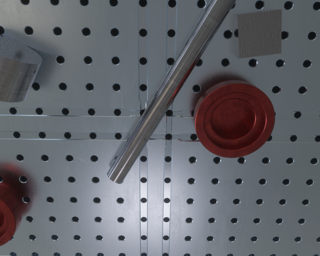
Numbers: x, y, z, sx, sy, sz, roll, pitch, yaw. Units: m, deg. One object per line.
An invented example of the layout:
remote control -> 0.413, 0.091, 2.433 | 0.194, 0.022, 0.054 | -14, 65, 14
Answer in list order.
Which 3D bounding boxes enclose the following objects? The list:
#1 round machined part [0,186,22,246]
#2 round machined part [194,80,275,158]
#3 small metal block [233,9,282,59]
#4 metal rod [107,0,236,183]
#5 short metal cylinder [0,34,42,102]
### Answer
round machined part -> -0.249, 0.121, 0.446 | 0.099, 0.042, 0.097 | 0, 110, 0
round machined part -> 0.092, -0.014, 0.400 | 0.099, 0.042, 0.097 | 0, 110, 0
small metal block -> 0.117, -0.113, 0.373 | 0.050, 0.025, 0.050 | -7, 110, 2
metal rod -> 0.013, -0.051, 0.394 | 0.025, 0.025, 0.298 | 29, 107, -10
short metal cylinder -> -0.185, -0.072, 0.356 | 0.080, 0.080, 0.050 | 27, 108, -10
